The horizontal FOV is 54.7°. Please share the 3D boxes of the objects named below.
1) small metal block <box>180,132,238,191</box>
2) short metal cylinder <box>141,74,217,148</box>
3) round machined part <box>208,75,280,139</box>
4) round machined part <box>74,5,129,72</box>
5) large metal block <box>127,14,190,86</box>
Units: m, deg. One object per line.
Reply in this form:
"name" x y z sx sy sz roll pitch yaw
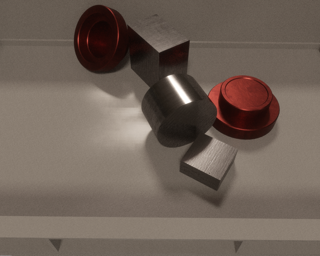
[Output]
"small metal block" 0.059 0.039 0.373 0.050 0.025 0.050 26 54 19
"short metal cylinder" 0.023 -0.021 0.387 0.081 0.080 0.050 -19 53 -15
"round machined part" 0.114 -0.035 0.425 0.099 0.042 0.098 0 50 0
"round machined part" -0.086 -0.137 0.484 0.098 0.097 0.042 39 24 27
"large metal block" -0.003 -0.108 0.460 0.050 0.080 0.080 -28 56 -22
